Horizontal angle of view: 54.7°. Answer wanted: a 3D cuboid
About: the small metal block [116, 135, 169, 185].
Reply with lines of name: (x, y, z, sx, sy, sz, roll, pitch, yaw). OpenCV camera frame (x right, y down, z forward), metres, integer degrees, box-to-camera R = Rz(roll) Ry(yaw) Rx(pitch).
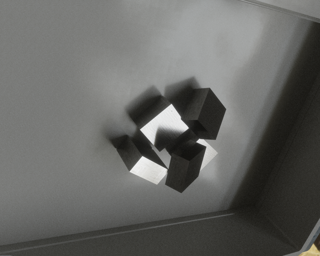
small metal block: (-0.023, 0.042, 0.404, 0.050, 0.050, 0.025, 33, 100, -39)

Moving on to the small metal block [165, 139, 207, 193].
small metal block: (0.035, 0.050, 0.411, 0.050, 0.025, 0.050, -30, 137, -52)

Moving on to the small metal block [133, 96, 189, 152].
small metal block: (0.002, -0.005, 0.405, 0.050, 0.025, 0.050, -40, 130, -2)

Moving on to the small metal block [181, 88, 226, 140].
small metal block: (0.060, -0.018, 0.416, 0.050, 0.025, 0.050, 43, 60, -40)

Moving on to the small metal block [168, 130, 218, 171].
small metal block: (0.049, 0.037, 0.458, 0.050, 0.025, 0.050, -46, 130, 4)
